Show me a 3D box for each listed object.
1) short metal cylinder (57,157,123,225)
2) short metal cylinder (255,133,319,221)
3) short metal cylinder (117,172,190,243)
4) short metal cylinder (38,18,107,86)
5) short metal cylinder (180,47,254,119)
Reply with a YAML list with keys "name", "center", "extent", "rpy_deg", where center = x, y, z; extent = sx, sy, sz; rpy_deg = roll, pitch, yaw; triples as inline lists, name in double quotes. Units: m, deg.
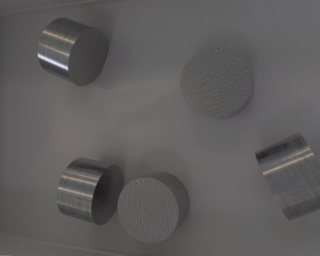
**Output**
- name: "short metal cylinder"
  center: [-0.090, 0.083, 0.413]
  extent: [0.050, 0.080, 0.079]
  rpy_deg: [10, 93, 20]
- name: "short metal cylinder"
  center: [0.144, 0.051, 0.330]
  extent: [0.050, 0.080, 0.080]
  rpy_deg: [-28, 81, 18]
- name: "short metal cylinder"
  center: [-0.007, 0.100, 0.400]
  extent: [0.080, 0.050, 0.080]
  rpy_deg: [0, 90, 20]
- name: "short metal cylinder"
  center: [-0.117, -0.103, 0.423]
  extent: [0.050, 0.080, 0.080]
  rpy_deg: [24, 98, 18]
- name: "short metal cylinder"
  center: [0.070, -0.051, 0.372]
  extent: [0.080, 0.050, 0.080]
  rpy_deg: [0, 90, 20]
